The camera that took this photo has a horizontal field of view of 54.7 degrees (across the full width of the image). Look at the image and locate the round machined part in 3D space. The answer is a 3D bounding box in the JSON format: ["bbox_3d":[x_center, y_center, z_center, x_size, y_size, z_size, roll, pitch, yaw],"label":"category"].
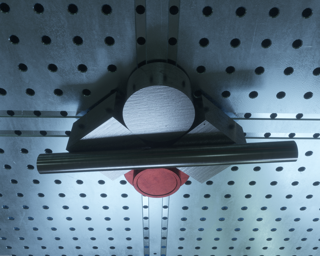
[{"bbox_3d":[-0.004,0.065,0.450,0.099,0.042,0.097,0,130,0],"label":"round machined part"}]

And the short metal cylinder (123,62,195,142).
[{"bbox_3d":[-0.001,-0.030,0.365,0.081,0.050,0.079,0,130,0],"label":"short metal cylinder"}]

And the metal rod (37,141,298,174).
[{"bbox_3d":[0.006,0.035,0.369,0.302,0.025,0.025,-3,130,3],"label":"metal rod"}]

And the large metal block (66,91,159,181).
[{"bbox_3d":[-0.059,0.013,0.401,0.080,0.050,0.080,-32,125,24],"label":"large metal block"}]

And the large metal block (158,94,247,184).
[{"bbox_3d":[0.054,0.017,0.402,0.080,0.050,0.080,35,123,-26],"label":"large metal block"}]
